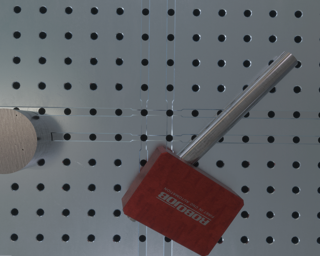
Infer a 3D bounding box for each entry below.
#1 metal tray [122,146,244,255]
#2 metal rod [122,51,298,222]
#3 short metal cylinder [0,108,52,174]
[{"bbox_3d":[0.029,0.094,0.393,0.130,0.030,0.090,33,93,-15],"label":"metal tray"},{"bbox_3d":[0.066,0.011,0.413,0.300,0.025,0.025,-44,90,0],"label":"metal rod"},{"bbox_3d":[-0.189,0.016,0.399,0.081,0.050,0.079,0,90,0],"label":"short metal cylinder"}]
